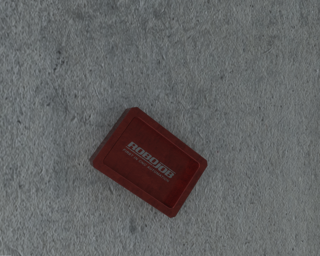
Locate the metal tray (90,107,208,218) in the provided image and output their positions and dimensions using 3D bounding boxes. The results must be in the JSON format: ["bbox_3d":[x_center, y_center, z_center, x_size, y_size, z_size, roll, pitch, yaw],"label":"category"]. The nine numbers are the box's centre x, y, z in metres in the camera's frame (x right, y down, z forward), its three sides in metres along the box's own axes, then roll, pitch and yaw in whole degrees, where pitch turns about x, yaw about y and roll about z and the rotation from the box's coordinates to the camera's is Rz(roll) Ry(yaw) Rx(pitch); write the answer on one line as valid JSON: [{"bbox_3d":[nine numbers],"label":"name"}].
[{"bbox_3d":[-0.012,0.045,0.404,0.130,0.030,0.090,38,78,-17],"label":"metal tray"}]
